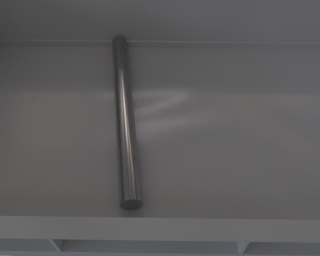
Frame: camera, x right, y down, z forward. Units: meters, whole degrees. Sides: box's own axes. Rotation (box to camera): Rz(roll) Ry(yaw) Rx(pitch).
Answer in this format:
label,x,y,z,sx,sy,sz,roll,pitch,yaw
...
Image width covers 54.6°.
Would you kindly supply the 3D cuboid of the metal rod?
label,x,y,z,sx,sy,sz,roll,pitch,yaw
metal rod,-0.050,-0.031,0.430,0.025,0.025,0.300,-6,50,-5
